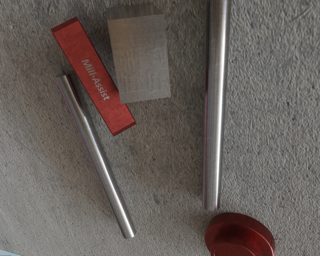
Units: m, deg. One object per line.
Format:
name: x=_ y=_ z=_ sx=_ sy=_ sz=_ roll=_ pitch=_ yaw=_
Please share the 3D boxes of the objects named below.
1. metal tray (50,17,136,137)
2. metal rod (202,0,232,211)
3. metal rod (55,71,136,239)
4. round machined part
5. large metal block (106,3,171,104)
metal tray: x=-0.079 y=-0.059 z=0.370 sx=0.030 sy=0.090 sz=0.130 roll=-30 pitch=107 yaw=-8
metal rod: x=0.063 y=-0.021 z=0.359 sx=0.025 sy=0.025 sz=0.298 roll=10 pitch=123 yaw=22
metal rod: x=-0.093 y=0.056 z=0.488 sx=0.025 sy=0.025 sz=0.298 roll=-3 pitch=117 yaw=29
round machined part: x=0.111 y=0.173 z=0.444 sx=0.098 sy=0.042 sz=0.097 roll=13 pitch=124 yaw=20
large metal block: x=-0.024 y=-0.081 z=0.323 sx=0.050 sy=0.080 sz=0.079 roll=-9 pitch=119 yaw=-6
